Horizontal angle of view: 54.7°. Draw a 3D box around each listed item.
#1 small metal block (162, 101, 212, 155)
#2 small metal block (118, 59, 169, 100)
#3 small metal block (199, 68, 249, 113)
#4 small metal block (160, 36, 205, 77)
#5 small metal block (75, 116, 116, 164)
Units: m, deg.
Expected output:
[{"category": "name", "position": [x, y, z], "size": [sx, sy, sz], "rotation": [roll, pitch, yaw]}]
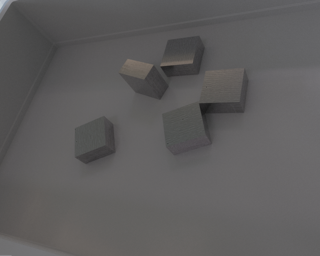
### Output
[{"category": "small metal block", "position": [0.033, 0.001, 0.388], "size": [0.050, 0.025, 0.050], "rotation": [-19, 55, 17]}, {"category": "small metal block", "position": [-0.023, -0.070, 0.445], "size": [0.050, 0.050, 0.025], "rotation": [21, 73, 36]}, {"category": "small metal block", "position": [0.081, -0.046, 0.392], "size": [0.050, 0.025, 0.050], "rotation": [0, 62, 28]}, {"category": "small metal block", "position": [0.033, -0.104, 0.452], "size": [0.050, 0.025, 0.050], "rotation": [1, 62, 28]}, {"category": "small metal block", "position": [-0.094, 0.017, 0.445], "size": [0.050, 0.025, 0.050], "rotation": [-21, 54, 15]}]
